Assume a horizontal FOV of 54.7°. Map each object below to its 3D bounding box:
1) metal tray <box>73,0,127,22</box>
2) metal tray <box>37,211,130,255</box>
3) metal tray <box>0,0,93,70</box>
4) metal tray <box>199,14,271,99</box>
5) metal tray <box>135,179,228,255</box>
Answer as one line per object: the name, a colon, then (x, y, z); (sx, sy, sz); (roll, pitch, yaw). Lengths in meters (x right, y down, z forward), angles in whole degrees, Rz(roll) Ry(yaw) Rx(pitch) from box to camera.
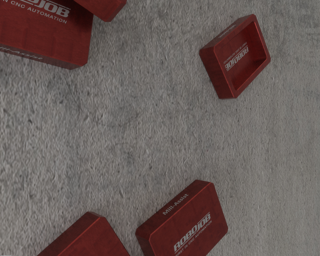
metal tray: (-0.087, -0.172, 0.295); (0.131, 0.030, 0.090); (29, 49, -28)
metal tray: (-0.072, 0.171, 0.341); (0.091, 0.030, 0.129); (-40, 114, -33)
metal tray: (-0.129, -0.115, 0.292); (0.131, 0.030, 0.090); (10, 84, -40)
metal tray: (0.127, -0.117, 0.506); (0.131, 0.030, 0.090); (-43, 116, -31)
metal tray: (0.036, 0.143, 0.432); (0.131, 0.030, 0.090); (-31, 110, -35)
